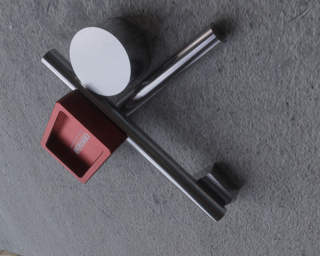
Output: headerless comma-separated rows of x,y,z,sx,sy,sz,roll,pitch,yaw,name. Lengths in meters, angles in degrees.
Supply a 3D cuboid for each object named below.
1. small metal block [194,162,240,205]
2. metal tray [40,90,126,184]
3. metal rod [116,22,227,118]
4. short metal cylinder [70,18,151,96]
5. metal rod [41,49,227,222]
0.070,0.082,0.420,0.050,0.025,0.050,47,129,-6,small metal block
-0.110,0.018,0.422,0.090,0.030,0.129,43,141,-2,metal tray
-0.039,-0.033,0.407,0.299,0.025,0.025,-33,100,38,metal rod
-0.058,-0.085,0.368,0.080,0.050,0.079,13,124,20,short metal cylinder
-0.031,0.011,0.398,0.300,0.025,0.025,43,129,-2,metal rod
